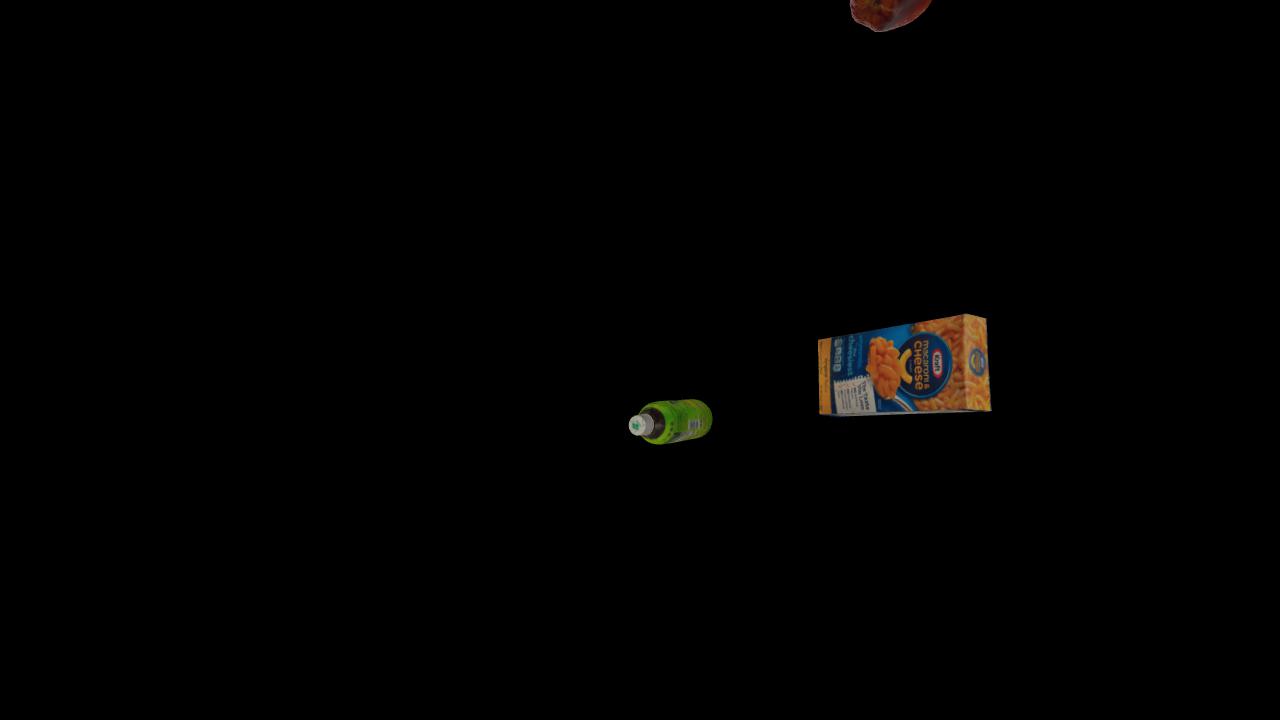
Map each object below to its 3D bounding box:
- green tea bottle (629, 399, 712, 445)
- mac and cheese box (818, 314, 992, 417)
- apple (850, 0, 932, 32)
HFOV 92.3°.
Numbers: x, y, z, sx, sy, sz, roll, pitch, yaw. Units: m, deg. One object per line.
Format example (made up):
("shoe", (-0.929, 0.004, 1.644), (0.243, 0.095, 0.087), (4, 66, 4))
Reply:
("green tea bottle", (0.049, 0.101, 1.003), (0.073, 0.073, 0.212), (0, -2, 28))
("mac and cheese box", (0.270, 0.012, 0.651), (0.041, 0.093, 0.184), (8, -11, -29))
("apple", (0.232, -0.347, 0.565), (0.079, 0.079, 0.093), (0, 41, 52))
